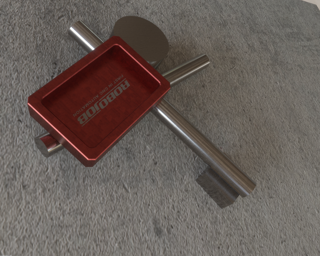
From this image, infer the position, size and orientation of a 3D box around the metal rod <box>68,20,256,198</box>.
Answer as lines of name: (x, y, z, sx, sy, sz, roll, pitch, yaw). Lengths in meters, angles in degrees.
metal rod: (0.002, -0.025, 0.391, 0.300, 0.025, 0.025, 43, 51, 1)

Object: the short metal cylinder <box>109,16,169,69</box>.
short metal cylinder: (-0.034, -0.110, 0.439, 0.081, 0.050, 0.080, 14, 56, -21)

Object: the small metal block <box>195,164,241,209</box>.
small metal block: (0.083, 0.069, 0.410, 0.050, 0.025, 0.050, 47, 51, 5)

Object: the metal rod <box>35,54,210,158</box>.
metal rod: (-0.026, -0.045, 0.420, 0.302, 0.025, 0.025, -34, 81, -38)

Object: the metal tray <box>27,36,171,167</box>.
metal tray: (-0.062, -0.033, 0.340, 0.090, 0.030, 0.131, 43, 62, 2)
